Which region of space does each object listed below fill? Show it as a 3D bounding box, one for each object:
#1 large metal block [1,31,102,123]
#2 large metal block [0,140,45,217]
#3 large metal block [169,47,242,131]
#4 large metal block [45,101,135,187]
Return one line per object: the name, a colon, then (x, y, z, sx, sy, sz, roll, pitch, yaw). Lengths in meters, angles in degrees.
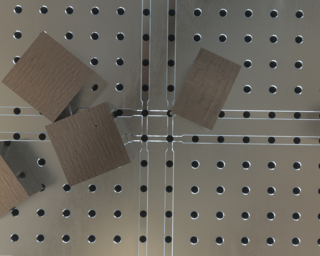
large metal block: (-0.136, -0.062, 0.400, 0.080, 0.050, 0.080, 39, 90, 0)
large metal block: (-0.214, 0.072, 0.400, 0.080, 0.050, 0.080, -34, 90, 0)
large metal block: (0.052, -0.044, 0.386, 0.050, 0.080, 0.080, 25, 90, 0)
large metal block: (-0.087, 0.019, 0.400, 0.080, 0.050, 0.080, -22, 90, 0)
